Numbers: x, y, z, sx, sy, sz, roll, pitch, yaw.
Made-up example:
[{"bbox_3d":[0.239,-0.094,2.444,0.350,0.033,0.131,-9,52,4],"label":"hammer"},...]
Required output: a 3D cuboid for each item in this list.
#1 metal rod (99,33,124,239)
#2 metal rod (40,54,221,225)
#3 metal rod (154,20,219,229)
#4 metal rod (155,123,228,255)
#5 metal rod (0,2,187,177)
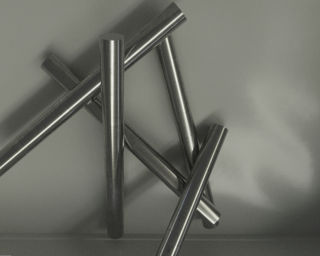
[{"bbox_3d":[-0.058,0.034,0.389,0.025,0.025,0.298,3,123,-2],"label":"metal rod"},{"bbox_3d":[-0.031,0.021,0.404,0.300,0.025,0.025,44,104,-9],"label":"metal rod"},{"bbox_3d":[0.037,0.008,0.414,0.025,0.025,0.298,-15,110,5],"label":"metal rod"},{"bbox_3d":[0.019,0.132,0.381,0.025,0.025,0.299,27,77,-10],"label":"metal rod"},{"bbox_3d":[-0.095,-0.037,0.363,0.300,0.025,0.025,-38,106,10],"label":"metal rod"}]
